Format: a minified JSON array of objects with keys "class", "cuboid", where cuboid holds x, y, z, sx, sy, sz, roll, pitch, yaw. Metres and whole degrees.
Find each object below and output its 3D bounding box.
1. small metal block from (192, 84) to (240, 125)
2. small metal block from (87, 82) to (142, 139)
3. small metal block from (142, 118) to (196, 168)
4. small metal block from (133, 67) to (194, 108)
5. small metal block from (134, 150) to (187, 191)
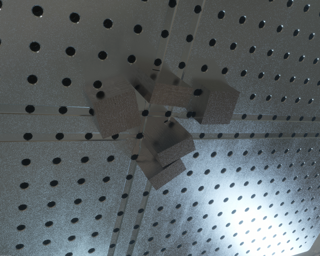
[{"class":"small metal block","cuboid":[0.078,-0.033,0.436,0.050,0.025,0.050,-1,119,-28]},{"class":"small metal block","cuboid":[-0.053,-0.021,0.370,0.050,0.025,0.050,-21,127,-17]},{"class":"small metal block","cuboid":[0.012,0.019,0.415,0.050,0.050,0.025,-27,128,-12]},{"class":"small metal block","cuboid":[0.003,-0.048,0.368,0.050,0.050,0.025,4,116,-31]},{"class":"small metal block","cuboid":[0.000,0.050,0.427,0.050,0.050,0.025,-34,130,-6]}]
